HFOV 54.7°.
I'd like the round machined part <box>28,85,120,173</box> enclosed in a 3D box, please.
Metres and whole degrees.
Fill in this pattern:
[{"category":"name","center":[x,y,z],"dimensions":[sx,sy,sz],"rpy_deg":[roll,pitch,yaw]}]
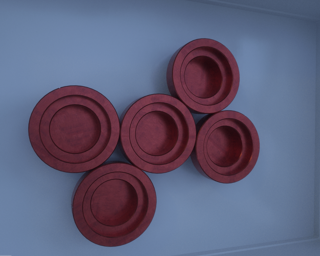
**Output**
[{"category":"round machined part","center":[-0.100,0.001,0.362],"dimensions":[0.099,0.042,0.097],"rpy_deg":[0,90,-20]}]

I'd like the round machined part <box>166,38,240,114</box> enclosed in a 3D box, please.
[{"category":"round machined part","center":[0.054,-0.067,0.419],"dimensions":[0.099,0.042,0.097],"rpy_deg":[0,90,-20]}]

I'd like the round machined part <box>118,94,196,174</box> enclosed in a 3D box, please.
[{"category":"round machined part","center":[-0.007,0.007,0.395],"dimensions":[0.099,0.042,0.097],"rpy_deg":[0,90,-20]}]

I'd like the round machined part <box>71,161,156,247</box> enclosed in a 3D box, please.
[{"category":"round machined part","center":[-0.057,0.088,0.377],"dimensions":[0.099,0.042,0.097],"rpy_deg":[0,90,-20]}]

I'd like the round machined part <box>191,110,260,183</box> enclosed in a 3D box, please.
[{"category":"round machined part","center":[0.085,0.025,0.430],"dimensions":[0.099,0.042,0.097],"rpy_deg":[0,90,-20]}]
